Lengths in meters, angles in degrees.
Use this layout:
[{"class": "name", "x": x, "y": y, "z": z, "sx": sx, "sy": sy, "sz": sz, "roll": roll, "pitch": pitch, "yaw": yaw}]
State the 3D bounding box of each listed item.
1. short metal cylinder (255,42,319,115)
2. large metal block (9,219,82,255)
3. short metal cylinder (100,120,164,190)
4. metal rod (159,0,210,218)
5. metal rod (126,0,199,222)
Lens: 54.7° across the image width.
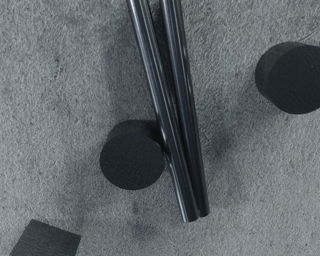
[{"class": "short metal cylinder", "x": 0.162, "y": -0.062, "z": 0.375, "sx": 0.081, "sy": 0.050, "sz": 0.079, "roll": 0, "pitch": 110, "yaw": 0}, {"class": "large metal block", "x": -0.169, "y": 0.189, "z": 0.448, "sx": 0.080, "sy": 0.080, "sz": 0.050, "roll": 23, "pitch": 108, "yaw": -9}, {"class": "short metal cylinder", "x": -0.035, "y": 0.034, "z": 0.409, "sx": 0.081, "sy": 0.050, "sz": 0.079, "roll": 0, "pitch": 110, "yaw": 0}, {"class": "metal rod", "x": 0.035, "y": -0.014, "z": 0.404, "sx": 0.025, "sy": 0.025, "sz": 0.298, "roll": -9, "pitch": 110, "yaw": 3}, {"class": "metal rod", "x": 0.007, "y": -0.014, "z": 0.393, "sx": 0.025, "sy": 0.025, "sz": 0.298, "roll": -13, "pitch": 106, "yaw": 4}]
